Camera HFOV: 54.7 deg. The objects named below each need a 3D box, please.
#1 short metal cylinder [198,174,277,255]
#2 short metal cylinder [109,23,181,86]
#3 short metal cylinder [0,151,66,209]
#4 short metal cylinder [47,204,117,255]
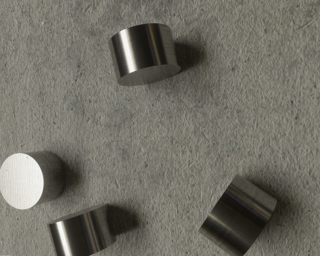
[{"bbox_3d":[0.087,0.099,0.349,0.050,0.080,0.080,34,101,17],"label":"short metal cylinder"},{"bbox_3d":[-0.019,-0.089,0.386,0.080,0.080,0.050,-15,85,19],"label":"short metal cylinder"},{"bbox_3d":[-0.189,0.075,0.463,0.080,0.050,0.080,0,90,20],"label":"short metal cylinder"},{"bbox_3d":[-0.104,0.139,0.417,0.080,0.080,0.050,-20,84,19],"label":"short metal cylinder"}]
